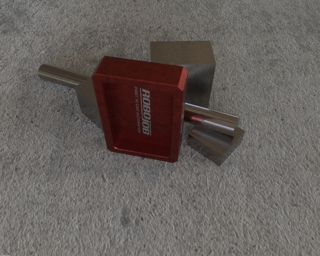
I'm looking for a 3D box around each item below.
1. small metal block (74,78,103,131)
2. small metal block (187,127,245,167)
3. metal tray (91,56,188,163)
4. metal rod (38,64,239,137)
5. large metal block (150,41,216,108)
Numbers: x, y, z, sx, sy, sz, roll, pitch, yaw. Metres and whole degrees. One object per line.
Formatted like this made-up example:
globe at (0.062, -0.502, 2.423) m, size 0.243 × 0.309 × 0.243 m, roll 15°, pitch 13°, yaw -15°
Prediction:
small metal block at (-0.083, -0.030, 0.412) m, size 0.050 × 0.050 × 0.025 m, roll 37°, pitch 59°, yaw 26°
small metal block at (0.071, 0.013, 0.395) m, size 0.050 × 0.025 × 0.050 m, roll 34°, pitch 58°, yaw 25°
metal tray at (-0.019, -0.015, 0.349) m, size 0.090 × 0.129 × 0.030 m, roll 9°, pitch 51°, yaw 8°
metal rod at (-0.043, -0.044, 0.423) m, size 0.301 × 0.025 × 0.025 m, roll 17°, pitch 52°, yaw 20°
large metal block at (0.028, -0.072, 0.428) m, size 0.081 × 0.080 × 0.050 m, roll -2°, pitch 50°, yaw -2°
